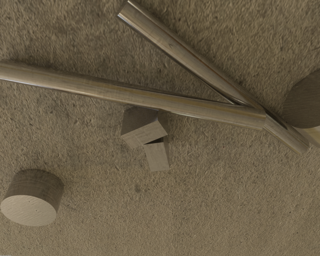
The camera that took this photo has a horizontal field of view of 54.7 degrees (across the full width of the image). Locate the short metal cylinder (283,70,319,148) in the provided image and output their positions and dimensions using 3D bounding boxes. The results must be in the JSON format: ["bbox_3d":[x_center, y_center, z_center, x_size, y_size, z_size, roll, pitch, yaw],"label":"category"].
[{"bbox_3d":[0.192,-0.021,0.355,0.050,0.080,0.080,34,122,-25],"label":"short metal cylinder"}]

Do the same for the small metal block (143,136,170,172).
[{"bbox_3d":[-0.004,0.021,0.409,0.025,0.050,0.050,-8,130,6],"label":"small metal block"}]

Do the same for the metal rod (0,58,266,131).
[{"bbox_3d":[-0.029,-0.037,0.357,0.302,0.025,0.025,11,130,-3],"label":"metal rod"}]

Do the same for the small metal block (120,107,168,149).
[{"bbox_3d":[-0.019,-0.007,0.384,0.050,0.050,0.025,-23,126,18],"label":"small metal block"}]

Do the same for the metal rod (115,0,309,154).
[{"bbox_3d":[0.079,-0.047,0.367,0.301,0.025,0.025,32,123,-25],"label":"metal rod"}]

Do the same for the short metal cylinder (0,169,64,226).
[{"bbox_3d":[-0.196,0.109,0.481,0.081,0.050,0.079,0,130,0],"label":"short metal cylinder"}]
